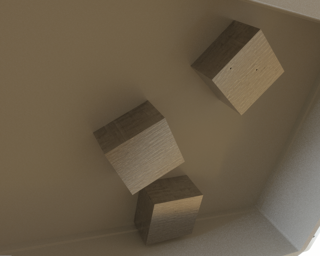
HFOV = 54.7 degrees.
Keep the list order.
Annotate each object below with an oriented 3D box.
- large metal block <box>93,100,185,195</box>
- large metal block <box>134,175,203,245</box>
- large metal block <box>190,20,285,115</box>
[{"bbox_3d":[-0.025,0.025,0.396,0.080,0.050,0.080,-32,129,-8],"label":"large metal block"},{"bbox_3d":[0.011,0.125,0.478,0.081,0.050,0.079,-4,120,-27],"label":"large metal block"},{"bbox_3d":[0.101,-0.077,0.402,0.080,0.050,0.080,-47,130,4],"label":"large metal block"}]
